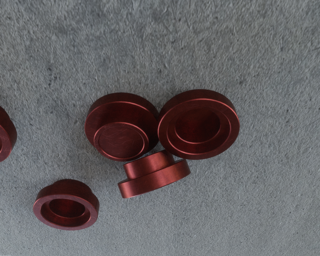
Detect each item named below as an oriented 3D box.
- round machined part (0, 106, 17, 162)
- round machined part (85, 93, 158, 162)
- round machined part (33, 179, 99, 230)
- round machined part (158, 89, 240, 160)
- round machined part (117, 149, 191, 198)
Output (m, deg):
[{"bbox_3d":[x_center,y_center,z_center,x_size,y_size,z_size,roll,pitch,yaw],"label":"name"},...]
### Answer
[{"bbox_3d":[-0.232,-0.001,0.393,0.099,0.042,0.097,0,130,0],"label":"round machined part"},{"bbox_3d":[-0.048,0.006,0.401,0.099,0.042,0.097,0,130,0],"label":"round machined part"},{"bbox_3d":[-0.146,0.119,0.496,0.099,0.042,0.097,0,130,0],"label":"round machined part"},{"bbox_3d":[0.046,-0.008,0.389,0.099,0.042,0.097,-1,130,-1],"label":"round machined part"},{"bbox_3d":[-0.012,0.058,0.422,0.098,0.098,0.042,-21,86,17],"label":"round machined part"}]
